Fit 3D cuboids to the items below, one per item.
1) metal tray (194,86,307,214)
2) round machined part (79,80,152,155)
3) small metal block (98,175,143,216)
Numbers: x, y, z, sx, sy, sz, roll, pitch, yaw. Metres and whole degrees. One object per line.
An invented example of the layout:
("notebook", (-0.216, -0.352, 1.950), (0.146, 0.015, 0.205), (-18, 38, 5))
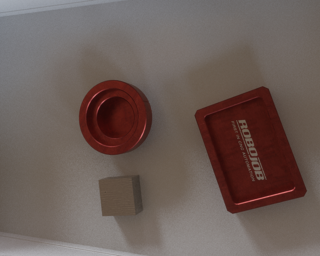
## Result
("metal tray", (0.106, 0.026, 0.370), (0.090, 0.030, 0.129), (-20, 84, 18))
("round machined part", (-0.056, -0.014, 0.420), (0.098, 0.042, 0.097), (0, 90, 19))
("small metal block", (-0.054, 0.093, 0.428), (0.050, 0.025, 0.050), (-7, 88, 19))
